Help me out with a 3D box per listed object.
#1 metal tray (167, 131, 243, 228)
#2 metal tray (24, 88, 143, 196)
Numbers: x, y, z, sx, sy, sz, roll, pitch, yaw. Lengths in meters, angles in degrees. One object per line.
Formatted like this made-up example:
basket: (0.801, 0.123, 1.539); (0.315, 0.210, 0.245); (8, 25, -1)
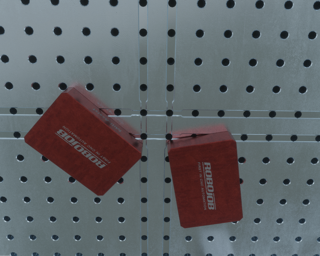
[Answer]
metal tray: (0.065, 0.075, 0.439); (0.090, 0.030, 0.129); (-9, 110, 3)
metal tray: (-0.100, 0.021, 0.417); (0.130, 0.030, 0.090); (41, 105, -14)
